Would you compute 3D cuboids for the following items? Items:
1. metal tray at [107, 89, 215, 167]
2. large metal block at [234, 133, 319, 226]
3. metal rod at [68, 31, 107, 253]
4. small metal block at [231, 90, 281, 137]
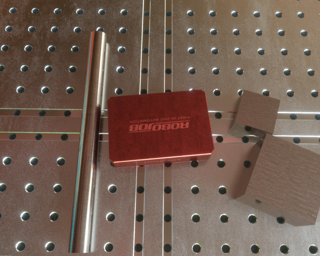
[{"bbox_3d":[-0.001,0.000,0.409,0.131,0.030,0.090,-5,70,-2],"label":"metal tray"},{"bbox_3d":[0.148,0.064,0.377,0.080,0.050,0.080,23,72,8],"label":"large metal block"},{"bbox_3d":[-0.092,0.003,0.409,0.025,0.025,0.299,0,70,0],"label":"metal rod"},{"bbox_3d":[0.130,-0.018,0.420,0.050,0.025,0.050,17,71,6],"label":"small metal block"}]
